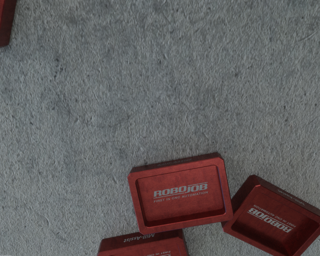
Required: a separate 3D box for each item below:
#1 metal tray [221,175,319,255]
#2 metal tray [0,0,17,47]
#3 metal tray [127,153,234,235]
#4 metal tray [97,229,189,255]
[{"bbox_3d":[0.166,0.136,0.458,0.131,0.030,0.090,28,108,-10],"label":"metal tray"},{"bbox_3d":[-0.235,-0.153,0.348,0.131,0.030,0.089,18,109,-7],"label":"metal tray"},{"bbox_3d":[0.029,0.091,0.430,0.131,0.030,0.089,-11,98,4],"label":"metal tray"},{"bbox_3d":[-0.021,0.207,0.482,0.131,0.030,0.089,-13,110,4],"label":"metal tray"}]
